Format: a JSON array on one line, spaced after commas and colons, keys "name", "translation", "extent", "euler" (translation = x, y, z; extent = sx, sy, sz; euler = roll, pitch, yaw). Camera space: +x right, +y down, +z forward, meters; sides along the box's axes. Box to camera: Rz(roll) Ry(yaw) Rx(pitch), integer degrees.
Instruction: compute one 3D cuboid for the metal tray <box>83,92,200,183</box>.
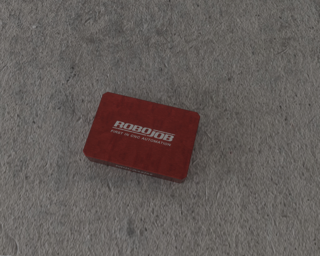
[{"name": "metal tray", "translation": [-0.021, 0.012, 0.401], "extent": [0.131, 0.030, 0.090], "euler": [13, 70, 5]}]
